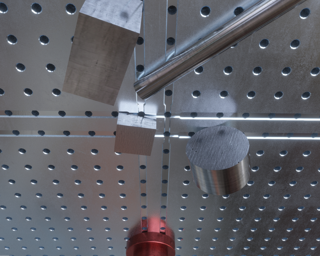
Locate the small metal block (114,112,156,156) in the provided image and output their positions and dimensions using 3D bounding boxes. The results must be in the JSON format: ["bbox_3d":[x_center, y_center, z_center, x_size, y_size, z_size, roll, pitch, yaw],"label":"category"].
[{"bbox_3d":[-0.034,0.009,0.419,0.050,0.025,0.050,7,130,-7],"label":"small metal block"}]

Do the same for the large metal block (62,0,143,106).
[{"bbox_3d":[-0.055,-0.082,0.305,0.050,0.080,0.079,16,128,-14],"label":"large metal block"}]

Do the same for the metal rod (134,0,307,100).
[{"bbox_3d":[0.097,-0.113,0.317,0.300,0.025,0.025,-29,125,22],"label":"metal rod"}]

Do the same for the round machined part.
[{"bbox_3d":[-0.019,0.252,0.615,0.099,0.042,0.097,-1,130,0],"label":"round machined part"}]

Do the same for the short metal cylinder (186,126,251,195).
[{"bbox_3d":[0.079,0.042,0.413,0.080,0.080,0.050,-10,130,8],"label":"short metal cylinder"}]
